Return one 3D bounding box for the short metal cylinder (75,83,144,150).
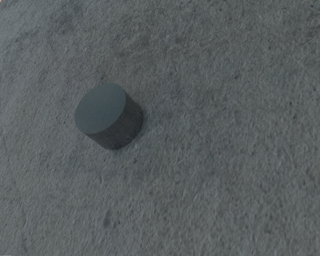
[{"bbox_3d":[-0.070,-0.016,0.433,0.080,0.050,0.080,-13,56,20],"label":"short metal cylinder"}]
